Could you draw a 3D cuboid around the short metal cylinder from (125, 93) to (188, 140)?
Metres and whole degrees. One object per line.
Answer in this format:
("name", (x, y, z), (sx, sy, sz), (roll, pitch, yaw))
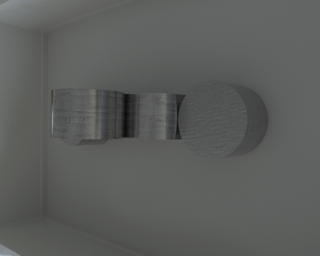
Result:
("short metal cylinder", (-0.004, -0.014, 0.372), (0.080, 0.081, 0.050), (2, 92, 40))

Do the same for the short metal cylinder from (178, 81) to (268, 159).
("short metal cylinder", (0.067, -0.008, 0.333), (0.080, 0.050, 0.080), (0, 90, 40))

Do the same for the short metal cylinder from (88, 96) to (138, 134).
("short metal cylinder", (-0.066, -0.016, 0.423), (0.080, 0.081, 0.050), (2, 92, 40))

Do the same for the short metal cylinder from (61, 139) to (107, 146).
("short metal cylinder", (-0.118, -0.013, 0.486), (0.080, 0.050, 0.080), (0, 90, 40))

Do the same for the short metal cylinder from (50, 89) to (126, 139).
("short metal cylinder", (-0.080, -0.015, 0.345), (0.080, 0.081, 0.050), (2, 92, 40))
